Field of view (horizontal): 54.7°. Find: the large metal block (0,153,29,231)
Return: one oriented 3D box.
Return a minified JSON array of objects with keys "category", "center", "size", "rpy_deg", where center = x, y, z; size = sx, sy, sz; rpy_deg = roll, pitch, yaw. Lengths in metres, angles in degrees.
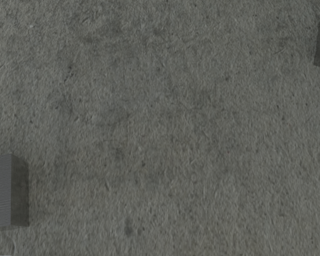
[{"category":"large metal block","center":[-0.205,0.080,0.363],"size":[0.081,0.050,0.080],"rpy_deg":[-8,70,-3]}]

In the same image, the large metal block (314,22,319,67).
[{"category":"large metal block","center":[0.263,-0.136,0.432],"size":[0.050,0.080,0.080],"rpy_deg":[15,71,5]}]
